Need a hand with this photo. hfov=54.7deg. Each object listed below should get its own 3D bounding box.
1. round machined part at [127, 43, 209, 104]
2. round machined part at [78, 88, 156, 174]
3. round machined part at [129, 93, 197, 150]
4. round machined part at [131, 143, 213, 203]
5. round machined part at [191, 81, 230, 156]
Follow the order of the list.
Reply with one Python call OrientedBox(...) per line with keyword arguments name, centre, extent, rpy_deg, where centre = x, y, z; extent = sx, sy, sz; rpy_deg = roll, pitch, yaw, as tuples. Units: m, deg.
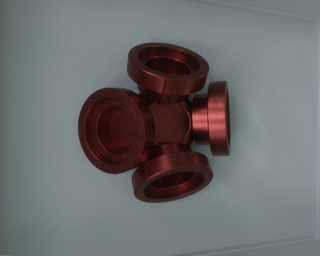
OrientedBox(name="round machined part", centre=(0.008, -0.066, 0.384), extent=(0.099, 0.098, 0.042), rpy_deg=(-4, 129, -20))
OrientedBox(name="round machined part", centre=(-0.046, 0.002, 0.364), extent=(0.042, 0.098, 0.097), rpy_deg=(-10, 95, -58))
OrientedBox(name="round machined part", centre=(0.005, -0.006, 0.402), extent=(0.099, 0.042, 0.097), rpy_deg=(0, 90, -21))
OrientedBox(name="round machined part", centre=(0.013, 0.054, 0.385), extent=(0.099, 0.097, 0.042), rpy_deg=(-1, 55, -20))
OrientedBox(name="round machined part", centre=(0.068, -0.012, 0.407), extent=(0.042, 0.098, 0.097), rpy_deg=(-2, 91, 16))
